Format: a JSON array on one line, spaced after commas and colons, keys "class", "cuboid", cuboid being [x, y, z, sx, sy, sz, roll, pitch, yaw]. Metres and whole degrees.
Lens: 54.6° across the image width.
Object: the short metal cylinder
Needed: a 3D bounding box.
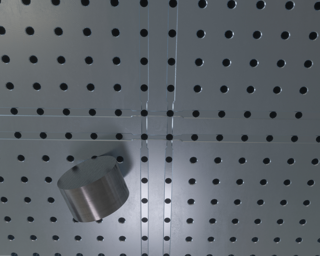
[{"class": "short metal cylinder", "cuboid": [-0.087, 0.079, 0.412, 0.080, 0.080, 0.050, -17, 109, 6]}]
